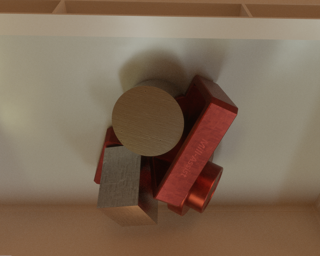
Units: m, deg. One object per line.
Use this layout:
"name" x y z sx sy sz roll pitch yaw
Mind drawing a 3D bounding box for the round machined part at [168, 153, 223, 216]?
"round machined part" 0.053 0.076 0.420 0.042 0.098 0.097 25 133 19

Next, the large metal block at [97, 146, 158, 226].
"large metal block" -0.037 0.077 0.406 0.050 0.080 0.080 -7 146 14

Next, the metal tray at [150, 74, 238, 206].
"metal tray" 0.031 0.012 0.355 0.030 0.090 0.129 23 111 -15

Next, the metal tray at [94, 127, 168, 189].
"metal tray" -0.022 0.054 0.448 0.131 0.030 0.089 13 129 -12

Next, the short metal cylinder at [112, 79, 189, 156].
"short metal cylinder" -0.009 -0.014 0.359 0.080 0.050 0.079 3 107 10
